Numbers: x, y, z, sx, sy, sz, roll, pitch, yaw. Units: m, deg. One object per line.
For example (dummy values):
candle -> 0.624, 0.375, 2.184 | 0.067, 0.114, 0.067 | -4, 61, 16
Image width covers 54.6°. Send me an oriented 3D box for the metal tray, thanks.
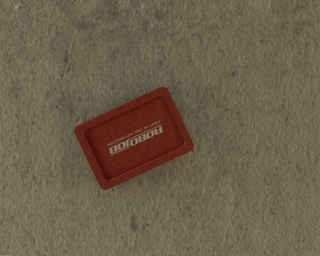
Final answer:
metal tray -> -0.033, 0.013, 0.407 | 0.130, 0.030, 0.090 | -25, 90, 0
